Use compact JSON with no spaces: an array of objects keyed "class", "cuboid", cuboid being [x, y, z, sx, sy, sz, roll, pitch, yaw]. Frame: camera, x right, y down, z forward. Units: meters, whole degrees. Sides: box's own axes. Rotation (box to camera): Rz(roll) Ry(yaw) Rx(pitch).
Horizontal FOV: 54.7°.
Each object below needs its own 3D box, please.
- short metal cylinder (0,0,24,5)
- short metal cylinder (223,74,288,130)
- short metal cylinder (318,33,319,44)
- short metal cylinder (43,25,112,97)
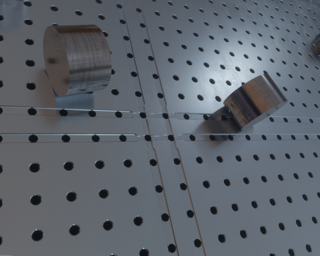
[{"class":"short metal cylinder","cuboid":[-0.213,-0.210,0.406,0.081,0.050,0.080,14,56,-21]},{"class":"short metal cylinder","cuboid":[0.145,-0.039,0.474,0.081,0.080,0.050,-20,73,-36]},{"class":"short metal cylinder","cuboid":[0.440,-0.220,0.763,0.081,0.050,0.080,14,56,-21]},{"class":"short metal cylinder","cuboid":[-0.100,-0.081,0.368,0.050,0.080,0.080,-16,70,-34]}]
